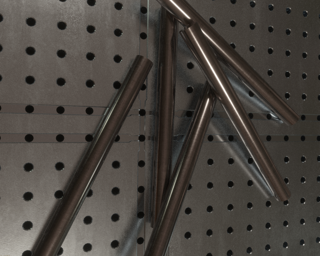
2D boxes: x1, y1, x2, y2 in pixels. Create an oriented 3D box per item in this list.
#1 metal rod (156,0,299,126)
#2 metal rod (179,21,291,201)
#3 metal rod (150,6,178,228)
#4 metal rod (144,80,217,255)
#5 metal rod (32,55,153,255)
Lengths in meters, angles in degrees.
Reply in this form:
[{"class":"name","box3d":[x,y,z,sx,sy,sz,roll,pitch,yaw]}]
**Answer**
[{"class":"metal rod","box3d":[0.099,-0.097,0.434,0.301,0.025,0.025,37,78,-23]},{"class":"metal rod","box3d":[0.114,-0.010,0.435,0.025,0.025,0.299,-40,111,-16]},{"class":"metal rod","box3d":[0.007,-0.017,0.416,0.025,0.025,0.298,3,89,-20]},{"class":"metal rod","box3d":[0.025,0.072,0.399,0.025,0.025,0.299,27,72,-19]},{"class":"metal rod","box3d":[-0.085,0.044,0.382,0.025,0.025,0.299,29,80,-18]}]
